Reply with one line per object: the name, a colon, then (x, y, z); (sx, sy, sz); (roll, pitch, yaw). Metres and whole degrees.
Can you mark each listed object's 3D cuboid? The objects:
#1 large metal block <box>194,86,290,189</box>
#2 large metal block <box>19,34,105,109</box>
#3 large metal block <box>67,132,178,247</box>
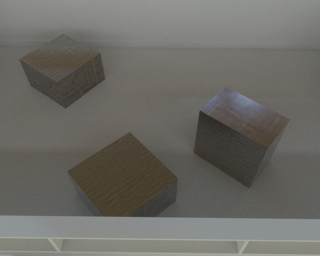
large metal block: (0.090, 0.011, 0.360); (0.080, 0.080, 0.050); (33, 57, 24)
large metal block: (-0.142, -0.087, 0.461); (0.080, 0.050, 0.080); (31, 56, 23)
large metal block: (-0.039, 0.063, 0.335); (0.080, 0.050, 0.080); (-34, 58, -25)
